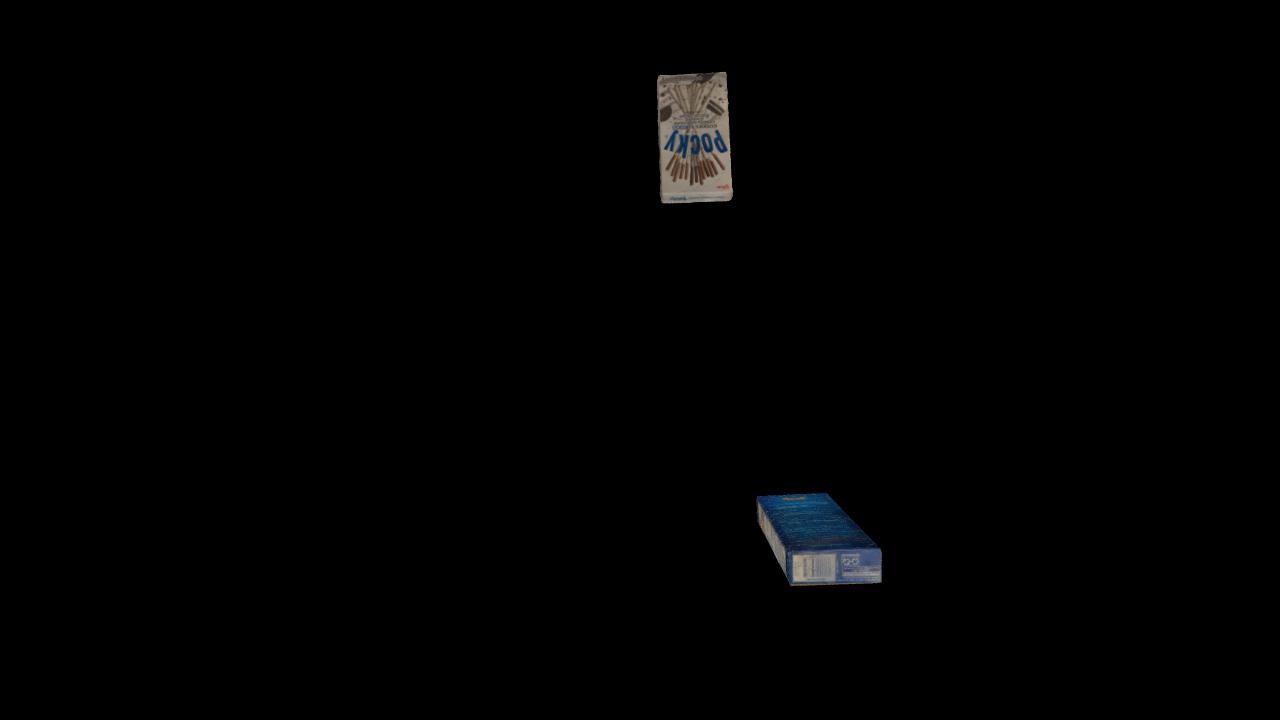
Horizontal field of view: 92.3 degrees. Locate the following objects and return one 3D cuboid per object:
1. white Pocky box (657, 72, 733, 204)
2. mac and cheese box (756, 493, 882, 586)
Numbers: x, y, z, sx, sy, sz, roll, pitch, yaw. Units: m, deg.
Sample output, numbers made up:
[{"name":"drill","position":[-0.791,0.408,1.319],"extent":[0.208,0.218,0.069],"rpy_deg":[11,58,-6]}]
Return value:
[{"name":"white Pocky box","position":[0.063,-0.260,0.721],"extent":[0.084,0.154,0.028],"rpy_deg":[-2,-11,2]},{"name":"mac and cheese box","position":[0.192,0.195,0.690],"extent":[0.093,0.041,0.184],"rpy_deg":[-4,4,2]}]
